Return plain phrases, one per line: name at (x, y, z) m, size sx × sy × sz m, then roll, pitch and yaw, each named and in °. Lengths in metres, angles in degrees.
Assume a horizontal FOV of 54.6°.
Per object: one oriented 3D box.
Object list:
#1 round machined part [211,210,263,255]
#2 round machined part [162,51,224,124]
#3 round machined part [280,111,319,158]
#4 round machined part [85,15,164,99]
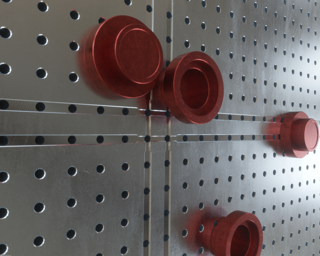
round machined part at (0.120, 0.181, 0.497) m, size 0.099 × 0.042 × 0.097 m, roll 0°, pitch 90°, yaw -40°
round machined part at (0.041, -0.054, 0.431) m, size 0.099 × 0.042 × 0.097 m, roll 0°, pitch 90°, yaw -40°
round machined part at (0.295, 0.014, 0.643) m, size 0.099 × 0.042 × 0.097 m, roll 0°, pitch 90°, yaw -40°
round machined part at (-0.035, -0.084, 0.368) m, size 0.099 × 0.042 × 0.097 m, roll 0°, pitch 90°, yaw -40°
